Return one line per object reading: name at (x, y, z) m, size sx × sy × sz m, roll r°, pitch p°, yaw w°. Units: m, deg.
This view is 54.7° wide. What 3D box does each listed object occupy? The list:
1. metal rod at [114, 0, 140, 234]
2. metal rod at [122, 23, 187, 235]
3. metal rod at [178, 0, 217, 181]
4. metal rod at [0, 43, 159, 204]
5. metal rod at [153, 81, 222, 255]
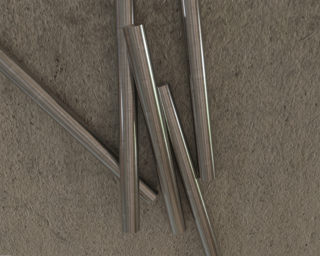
metal rod at (-0.040, -0.007, 0.389) m, size 0.025 × 0.025 × 0.298 m, roll 0°, pitch 104°, yaw 0°
metal rod at (0.000, 0.020, 0.401) m, size 0.025 × 0.025 × 0.298 m, roll -10°, pitch 116°, yaw 4°
metal rod at (0.045, -0.070, 0.384) m, size 0.025 × 0.025 × 0.298 m, roll -8°, pitch 110°, yaw 3°
metal rod at (-0.113, -0.004, 0.407) m, size 0.025 × 0.025 × 0.300 m, roll -41°, pitch 105°, yaw 13°
metal rod at (0.044, 0.079, 0.439) m, size 0.025 × 0.025 × 0.298 m, roll -16°, pitch 110°, yaw 6°
